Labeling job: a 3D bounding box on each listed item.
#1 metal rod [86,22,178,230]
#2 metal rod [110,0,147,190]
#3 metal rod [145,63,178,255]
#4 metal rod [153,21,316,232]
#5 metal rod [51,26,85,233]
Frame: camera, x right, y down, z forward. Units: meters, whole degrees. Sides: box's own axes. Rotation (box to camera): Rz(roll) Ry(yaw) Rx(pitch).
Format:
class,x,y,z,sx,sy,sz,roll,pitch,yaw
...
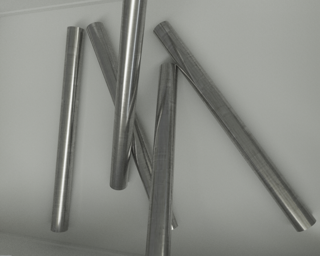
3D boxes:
class,x,y,z,sx,sy,sz,roll,pitch,yaw
metal rod,-0.041,-0.006,0.424,0.025,0.025,0.299,-23,82,18
metal rod,-0.038,-0.050,0.362,0.025,0.025,0.298,19,120,19
metal rod,0.003,0.056,0.344,0.025,0.025,0.299,-6,63,20
metal rod,0.084,-0.011,0.380,0.025,0.025,0.299,-37,78,16
metal rod,-0.137,0.003,0.458,0.025,0.025,0.298,6,92,20
